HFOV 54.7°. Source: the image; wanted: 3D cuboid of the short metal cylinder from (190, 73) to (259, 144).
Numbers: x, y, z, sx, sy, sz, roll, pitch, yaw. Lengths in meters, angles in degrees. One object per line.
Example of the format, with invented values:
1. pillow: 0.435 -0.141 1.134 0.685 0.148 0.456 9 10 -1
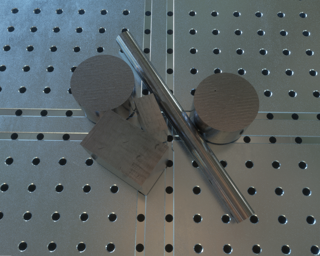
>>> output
1. short metal cylinder: 0.082 -0.025 0.404 0.081 0.050 0.080 0 70 0

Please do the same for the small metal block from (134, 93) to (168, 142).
1. small metal block: -0.011 -0.009 0.397 0.025 0.050 0.050 -20 72 -7

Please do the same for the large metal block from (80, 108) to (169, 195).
1. large metal block: -0.037 0.032 0.366 0.080 0.080 0.050 32 74 11

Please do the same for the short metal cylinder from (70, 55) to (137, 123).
1. short metal cylinder: -0.072 -0.050 0.412 0.081 0.050 0.080 0 70 0

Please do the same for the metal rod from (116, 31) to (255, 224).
1. metal rod: 0.024 -0.013 0.412 0.025 0.025 0.299 -30 73 -10
